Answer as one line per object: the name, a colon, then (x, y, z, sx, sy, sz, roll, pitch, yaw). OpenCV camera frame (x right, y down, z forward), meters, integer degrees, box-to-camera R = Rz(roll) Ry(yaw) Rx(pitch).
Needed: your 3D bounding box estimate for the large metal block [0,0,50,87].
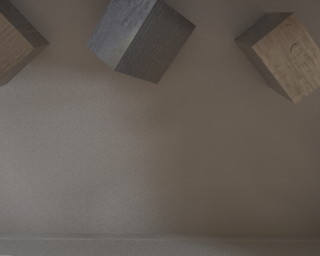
large metal block: (-0.194, -0.101, 0.359, 0.080, 0.050, 0.080, -38, 106, 13)

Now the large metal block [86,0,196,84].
large metal block: (-0.019, -0.101, 0.337, 0.050, 0.080, 0.080, 44, 109, 26)

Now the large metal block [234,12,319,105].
large metal block: (0.137, -0.082, 0.353, 0.050, 0.080, 0.080, -39, 106, 13)
